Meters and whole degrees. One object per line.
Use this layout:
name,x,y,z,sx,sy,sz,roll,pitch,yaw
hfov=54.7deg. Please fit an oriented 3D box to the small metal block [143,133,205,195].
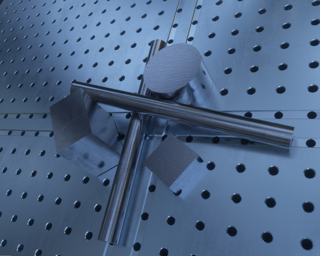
small metal block,0.017,0.042,0.373,0.050,0.025,0.050,-48,52,-6

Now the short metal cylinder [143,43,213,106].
short metal cylinder,0.025,-0.067,0.419,0.080,0.050,0.080,-13,56,20

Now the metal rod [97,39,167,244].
metal rod,-0.031,0.000,0.423,0.025,0.025,0.300,-1,61,27

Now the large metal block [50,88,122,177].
large metal block,-0.096,0.007,0.416,0.050,0.080,0.080,-31,52,8

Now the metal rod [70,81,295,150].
metal rod,0.008,-0.023,0.392,0.301,0.025,0.025,14,69,25
